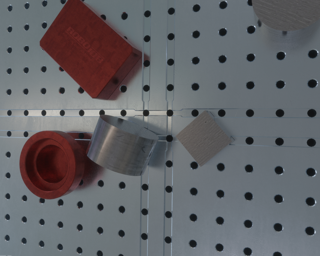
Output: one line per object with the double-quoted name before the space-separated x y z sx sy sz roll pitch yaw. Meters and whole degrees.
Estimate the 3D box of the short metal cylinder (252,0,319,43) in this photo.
"short metal cylinder" 0.146 -0.142 0.348 0.080 0.050 0.079 0 90 20

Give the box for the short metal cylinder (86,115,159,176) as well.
"short metal cylinder" -0.048 0.021 0.400 0.080 0.080 0.050 25 98 18

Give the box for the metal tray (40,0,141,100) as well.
"metal tray" -0.102 -0.114 0.446 0.130 0.030 0.090 44 103 14

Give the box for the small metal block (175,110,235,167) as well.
"small metal block" 0.057 0.013 0.392 0.050 0.025 0.050 -42 77 15

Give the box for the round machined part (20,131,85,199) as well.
"round machined part" -0.153 0.052 0.458 0.098 0.042 0.097 0 90 19
